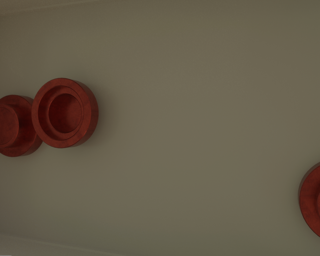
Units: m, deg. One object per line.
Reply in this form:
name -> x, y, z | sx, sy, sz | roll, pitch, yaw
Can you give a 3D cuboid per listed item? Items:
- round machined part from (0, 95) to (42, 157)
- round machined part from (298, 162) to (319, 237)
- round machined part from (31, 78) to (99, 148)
round machined part -> -0.231, -0.003, 0.481 | 0.098, 0.042, 0.097 | 0, 90, 19
round machined part -> 0.202, 0.081, 0.330 | 0.098, 0.042, 0.097 | 0, 90, 19
round machined part -> -0.131, -0.021, 0.446 | 0.098, 0.042, 0.097 | 0, 90, 19
